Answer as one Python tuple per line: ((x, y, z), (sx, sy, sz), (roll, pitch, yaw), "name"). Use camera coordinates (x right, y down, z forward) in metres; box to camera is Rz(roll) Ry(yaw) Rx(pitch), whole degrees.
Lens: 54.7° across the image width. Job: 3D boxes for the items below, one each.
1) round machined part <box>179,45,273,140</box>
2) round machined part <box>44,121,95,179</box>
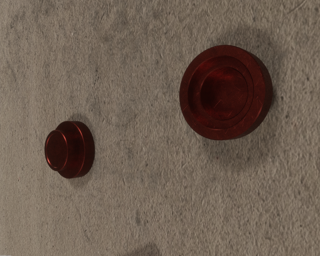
((0.073, -0.036, 0.333), (0.098, 0.042, 0.097), (0, 90, 39), "round machined part")
((-0.157, 0.037, 0.521), (0.098, 0.042, 0.097), (0, 90, 39), "round machined part")
